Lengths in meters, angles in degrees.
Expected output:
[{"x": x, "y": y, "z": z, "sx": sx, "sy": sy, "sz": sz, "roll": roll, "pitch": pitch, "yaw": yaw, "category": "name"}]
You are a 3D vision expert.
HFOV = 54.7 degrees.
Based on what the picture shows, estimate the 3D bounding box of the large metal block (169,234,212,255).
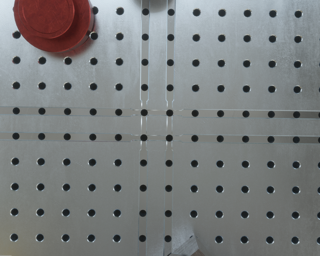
[{"x": 0.042, "y": 0.203, "z": 0.401, "sx": 0.080, "sy": 0.050, "sz": 0.080, "roll": -40, "pitch": 90, "yaw": 0, "category": "large metal block"}]

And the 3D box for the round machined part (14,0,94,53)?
[{"x": -0.138, "y": -0.147, "z": 0.396, "sx": 0.099, "sy": 0.042, "sz": 0.097, "roll": 0, "pitch": 100, "yaw": 0, "category": "round machined part"}]
